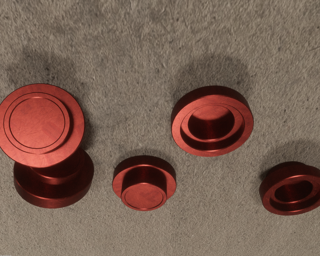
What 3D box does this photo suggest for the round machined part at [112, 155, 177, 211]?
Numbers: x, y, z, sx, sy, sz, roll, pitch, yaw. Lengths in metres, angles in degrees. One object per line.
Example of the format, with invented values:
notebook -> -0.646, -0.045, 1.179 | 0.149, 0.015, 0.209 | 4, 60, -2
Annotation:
round machined part -> -0.024, 0.090, 0.473 | 0.099, 0.042, 0.097 | -1, 130, 0

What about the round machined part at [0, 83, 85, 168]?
round machined part -> -0.136, -0.004, 0.354 | 0.099, 0.098, 0.042 | 13, 172, -11

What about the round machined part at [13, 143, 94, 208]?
round machined part -> -0.135, 0.050, 0.400 | 0.099, 0.098, 0.042 | 12, 131, -11

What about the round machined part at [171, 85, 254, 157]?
round machined part -> 0.063, -0.012, 0.387 | 0.099, 0.042, 0.097 | -1, 130, 0

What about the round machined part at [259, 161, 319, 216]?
round machined part -> 0.202, 0.089, 0.475 | 0.099, 0.042, 0.097 | -1, 130, 0
